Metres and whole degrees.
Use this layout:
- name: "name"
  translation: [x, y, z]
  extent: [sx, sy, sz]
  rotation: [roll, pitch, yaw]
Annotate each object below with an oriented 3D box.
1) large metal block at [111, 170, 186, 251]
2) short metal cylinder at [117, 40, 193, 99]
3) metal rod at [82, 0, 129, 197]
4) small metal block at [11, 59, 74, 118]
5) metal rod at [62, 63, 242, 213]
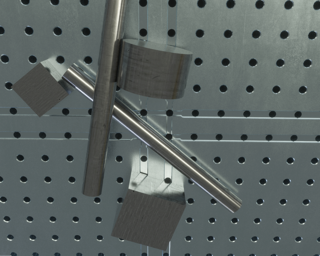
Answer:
- name: "large metal block"
  translation: [-0.017, 0.118, 0.443]
  extent: [0.080, 0.050, 0.079]
  rotation: [18, 109, -7]
- name: "short metal cylinder"
  translation: [-0.007, -0.069, 0.358]
  extent: [0.081, 0.080, 0.050]
  rotation: [10, 110, -4]
- name: "metal rod"
  translation: [-0.063, -0.061, 0.367]
  extent: [0.025, 0.025, 0.298]
  rotation: [9, 101, -4]
- name: "small metal block"
  translation: [-0.148, -0.050, 0.393]
  extent: [0.050, 0.025, 0.050]
  rotation: [-35, 107, 12]
- name: "metal rod"
  translation: [-0.002, 0.021, 0.421]
  extent: [0.301, 0.025, 0.025]
  rotation: [39, 105, -14]
